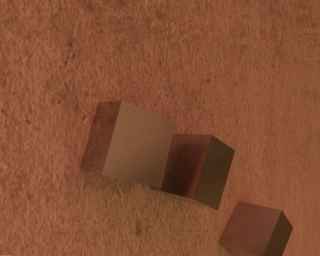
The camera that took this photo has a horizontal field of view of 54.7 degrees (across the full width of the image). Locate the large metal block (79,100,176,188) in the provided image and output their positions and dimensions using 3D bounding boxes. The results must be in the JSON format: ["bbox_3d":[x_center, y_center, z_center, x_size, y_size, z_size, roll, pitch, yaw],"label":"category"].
[{"bbox_3d":[-0.036,0.020,0.360,0.080,0.050,0.080,22,76,-38],"label":"large metal block"}]

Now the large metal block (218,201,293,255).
[{"bbox_3d":[0.155,0.173,0.503,0.050,0.080,0.080,52,60,-28],"label":"large metal block"}]

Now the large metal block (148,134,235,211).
[{"bbox_3d":[0.041,0.054,0.406,0.050,0.080,0.080,32,70,-36],"label":"large metal block"}]
